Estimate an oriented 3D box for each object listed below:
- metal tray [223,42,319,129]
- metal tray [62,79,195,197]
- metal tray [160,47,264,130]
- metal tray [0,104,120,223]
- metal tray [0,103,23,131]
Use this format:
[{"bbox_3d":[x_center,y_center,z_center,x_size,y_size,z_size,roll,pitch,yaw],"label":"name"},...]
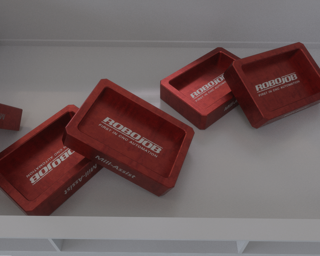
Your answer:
[{"bbox_3d":[0.164,-0.062,0.427,0.131,0.030,0.090,-20,74,-22],"label":"metal tray"},{"bbox_3d":[-0.033,0.009,0.361,0.130,0.030,0.090,30,53,-6],"label":"metal tray"},{"bbox_3d":[0.076,-0.063,0.454,0.131,0.030,0.090,-34,58,-25],"label":"metal tray"},{"bbox_3d":[-0.124,0.036,0.370,0.090,0.030,0.131,32,57,24],"label":"metal tray"},{"bbox_3d":[-0.235,-0.021,0.356,0.090,0.130,0.030,7,86,6],"label":"metal tray"}]
